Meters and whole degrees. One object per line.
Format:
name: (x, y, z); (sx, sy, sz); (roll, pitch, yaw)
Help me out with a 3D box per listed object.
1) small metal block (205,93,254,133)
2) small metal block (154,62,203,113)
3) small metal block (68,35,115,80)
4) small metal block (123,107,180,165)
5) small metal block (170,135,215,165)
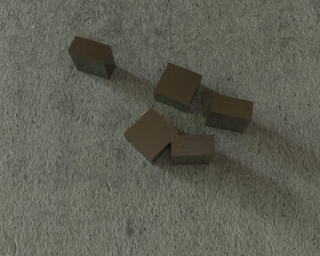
small metal block: (0.088, -0.018, 0.402); (0.050, 0.050, 0.025); (12, 71, 4)
small metal block: (0.025, -0.056, 0.429); (0.050, 0.025, 0.050); (23, 72, 8)
small metal block: (-0.093, -0.096, 0.429); (0.050, 0.050, 0.025); (18, 71, 6)
small metal block: (-0.011, 0.010, 0.404); (0.050, 0.025, 0.050); (43, 75, 14)
small metal block: (0.038, 0.028, 0.385); (0.050, 0.050, 0.025); (-1, 70, -1)
